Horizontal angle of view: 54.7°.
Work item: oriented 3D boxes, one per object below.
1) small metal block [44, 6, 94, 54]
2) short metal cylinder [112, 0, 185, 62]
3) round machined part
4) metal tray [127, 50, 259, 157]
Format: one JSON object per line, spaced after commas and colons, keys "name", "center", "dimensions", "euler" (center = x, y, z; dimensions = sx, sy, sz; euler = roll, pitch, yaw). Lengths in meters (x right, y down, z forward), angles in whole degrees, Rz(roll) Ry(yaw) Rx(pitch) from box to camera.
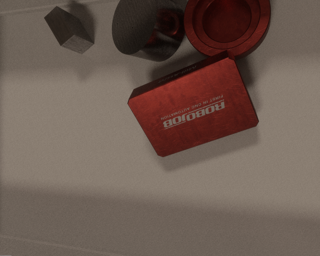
{"name": "small metal block", "center": [-0.128, -0.138, 0.441], "dimensions": [0.025, 0.050, 0.050], "euler": [-35, 79, 16]}
{"name": "short metal cylinder", "center": [-0.015, -0.127, 0.387], "dimensions": [0.080, 0.050, 0.080], "euler": [-2, 88, 44]}
{"name": "round machined part", "center": [0.081, -0.128, 0.372], "dimensions": [0.098, 0.042, 0.097], "euler": [0, 90, 19]}
{"name": "metal tray", "center": [0.039, -0.025, 0.371], "dimensions": [0.130, 0.030, 0.090], "euler": [-20, 115, 18]}
